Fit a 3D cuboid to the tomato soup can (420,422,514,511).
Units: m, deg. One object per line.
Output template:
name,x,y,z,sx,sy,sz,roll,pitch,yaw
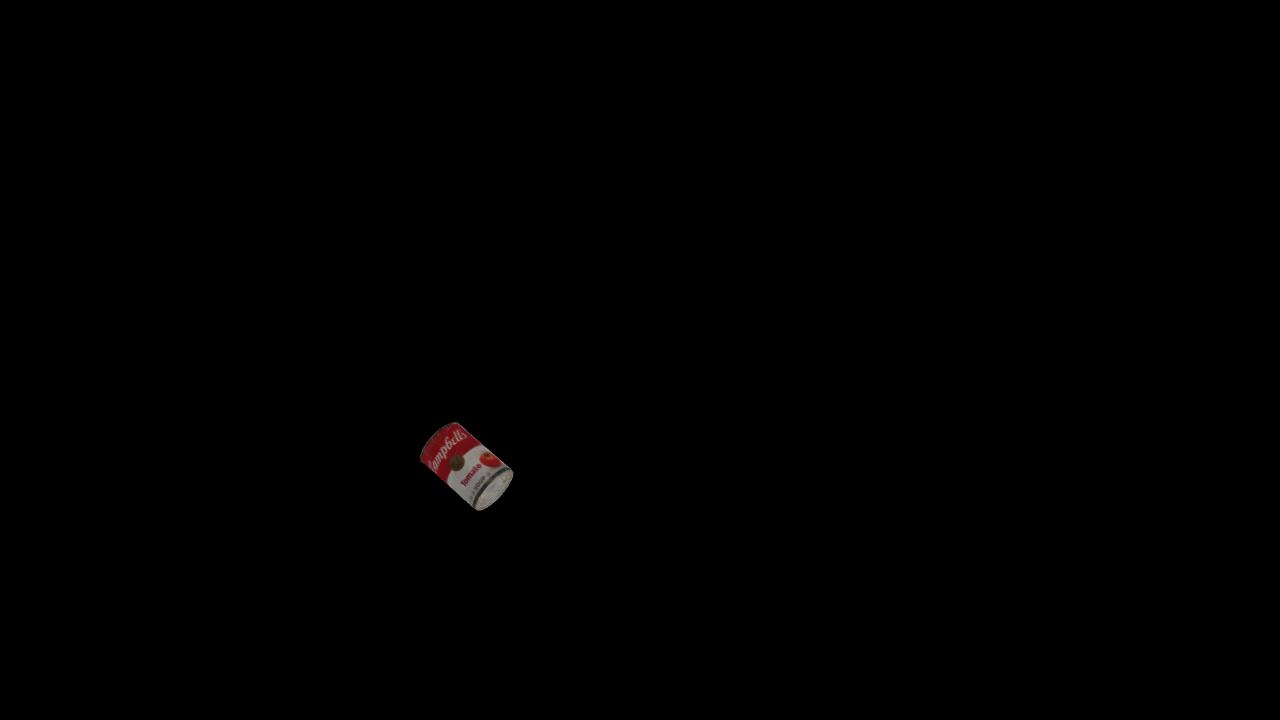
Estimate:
tomato soup can,-0.222,0.137,0.791,0.101,0.068,0.068,37,11,15
